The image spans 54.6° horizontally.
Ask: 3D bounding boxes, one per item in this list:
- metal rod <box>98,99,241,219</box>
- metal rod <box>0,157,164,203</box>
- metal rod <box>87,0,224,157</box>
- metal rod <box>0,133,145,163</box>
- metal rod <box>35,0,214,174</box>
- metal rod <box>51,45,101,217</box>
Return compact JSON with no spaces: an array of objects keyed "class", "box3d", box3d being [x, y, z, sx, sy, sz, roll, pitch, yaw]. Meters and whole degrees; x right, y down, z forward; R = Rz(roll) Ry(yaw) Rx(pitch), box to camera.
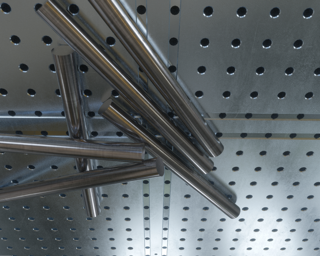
[{"class":"metal rod","box3d":[0.030,0.059,0.461,0.025,0.025,0.301,-34,123,25]},{"class":"metal rod","box3d":[-0.135,0.081,0.449,0.300,0.025,0.025,-13,130,22]},{"class":"metal rod","box3d":[-0.003,-0.064,0.356,0.025,0.025,0.300,-26,126,20]},{"class":"metal rod","box3d":[-0.170,0.022,0.403,0.301,0.025,0.025,4,131,6]},{"class":"metal rod","box3d":[-0.022,-0.032,0.383,0.025,0.025,0.300,-31,124,23]},{"class":"metal rod","box3d":[-0.110,0.029,0.434,0.025,0.025,0.298,1,130,-1]}]
